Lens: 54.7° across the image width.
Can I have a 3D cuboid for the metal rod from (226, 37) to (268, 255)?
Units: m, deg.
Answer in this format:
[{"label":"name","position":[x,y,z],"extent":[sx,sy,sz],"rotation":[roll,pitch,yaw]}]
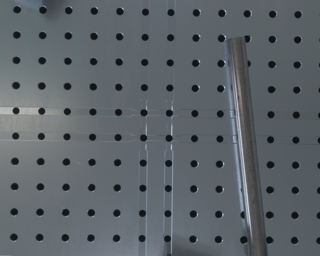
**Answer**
[{"label":"metal rod","position":[0.117,0.030,0.414],"extent":[0.025,0.025,0.298],"rotation":[-6,90,0]}]
